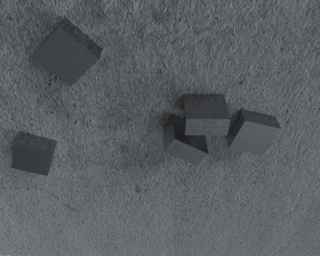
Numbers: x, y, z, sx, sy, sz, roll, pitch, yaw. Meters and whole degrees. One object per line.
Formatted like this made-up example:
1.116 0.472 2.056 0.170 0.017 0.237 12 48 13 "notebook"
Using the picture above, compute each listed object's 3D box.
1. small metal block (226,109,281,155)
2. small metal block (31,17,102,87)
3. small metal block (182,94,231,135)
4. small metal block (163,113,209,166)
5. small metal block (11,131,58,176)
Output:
0.123 0.006 0.414 0.050 0.025 0.050 12 129 -10 "small metal block"
-0.100 -0.081 0.337 0.050 0.025 0.050 -35 122 26 "small metal block"
0.055 -0.017 0.377 0.050 0.050 0.025 0 130 -1 "small metal block"
0.032 0.015 0.404 0.050 0.050 0.025 25 126 -20 "small metal block"
-0.177 0.037 0.437 0.050 0.025 0.050 16 128 -14 "small metal block"
